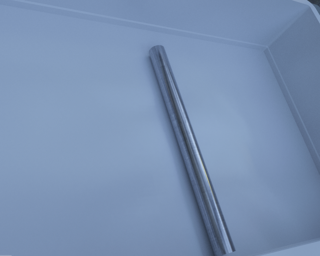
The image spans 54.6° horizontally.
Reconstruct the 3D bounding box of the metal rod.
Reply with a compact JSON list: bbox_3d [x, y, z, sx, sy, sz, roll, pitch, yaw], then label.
[{"bbox_3d":[0.035,0.013,0.415,0.025,0.025,0.299,-3,63,-30],"label":"metal rod"}]
